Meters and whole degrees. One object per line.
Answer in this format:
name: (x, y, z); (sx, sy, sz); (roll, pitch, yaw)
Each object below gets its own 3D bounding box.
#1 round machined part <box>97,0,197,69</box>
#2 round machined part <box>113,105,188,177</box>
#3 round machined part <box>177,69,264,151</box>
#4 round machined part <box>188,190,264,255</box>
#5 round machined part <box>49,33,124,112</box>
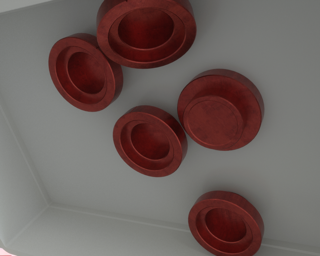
round machined part: (-0.015, -0.107, 0.316); (0.099, 0.042, 0.098); (-6, 153, -3)
round machined part: (-0.009, 0.013, 0.410); (0.098, 0.042, 0.097); (13, 124, 20)
round machined part: (0.065, -0.014, 0.354); (0.098, 0.042, 0.097); (13, 124, 20)
round machined part: (0.092, 0.126, 0.423); (0.098, 0.042, 0.097); (12, 118, 24)
round machined part: (-0.089, -0.073, 0.398); (0.098, 0.042, 0.097); (13, 124, 20)
